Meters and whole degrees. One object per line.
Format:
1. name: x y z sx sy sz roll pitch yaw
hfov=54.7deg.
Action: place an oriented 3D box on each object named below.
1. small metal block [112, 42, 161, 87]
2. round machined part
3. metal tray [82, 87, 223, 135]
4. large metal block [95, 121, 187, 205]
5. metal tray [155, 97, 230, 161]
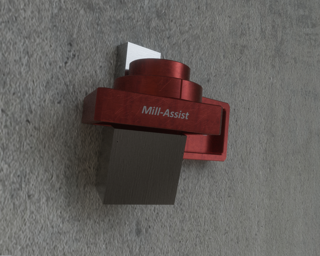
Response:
1. small metal block: -0.028 -0.073 0.385 0.050 0.025 0.050 8 85 -40
2. round machined part: -0.002 -0.048 0.345 0.099 0.098 0.042 8 85 -40
3. metal tray: -0.011 -0.014 0.334 0.131 0.090 0.030 7 86 -22
4. large metal block: -0.023 0.038 0.348 0.081 0.050 0.079 6 99 -22
5. metal tray: 0.046 0.000 0.444 0.131 0.030 0.089 8 85 -40
